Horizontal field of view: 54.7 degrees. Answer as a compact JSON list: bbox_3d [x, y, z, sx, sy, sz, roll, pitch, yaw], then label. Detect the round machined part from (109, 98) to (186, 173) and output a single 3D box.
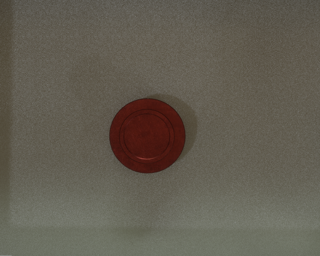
[{"bbox_3d":[-0.016,0.010,0.399,0.099,0.042,0.097,0,90,-1],"label":"round machined part"}]
